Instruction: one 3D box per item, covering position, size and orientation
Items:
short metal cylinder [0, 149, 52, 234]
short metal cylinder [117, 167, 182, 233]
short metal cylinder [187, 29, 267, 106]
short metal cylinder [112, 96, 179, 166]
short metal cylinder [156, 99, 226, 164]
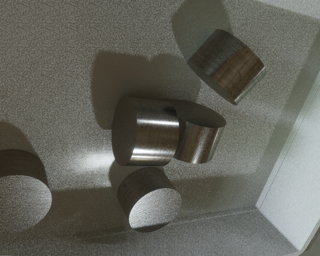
[{"bbox_3d":[-0.167,0.070,0.345,0.081,0.050,0.079,-14,125,-21],"label":"short metal cylinder"},{"bbox_3d":[-0.016,0.104,0.450,0.081,0.050,0.079,-14,125,-21],"label":"short metal cylinder"},{"bbox_3d":[0.079,-0.072,0.374,0.050,0.080,0.080,-48,129,5],"label":"short metal cylinder"},{"bbox_3d":[-0.020,0.005,0.365,0.050,0.080,0.079,4,116,-28],"label":"short metal cylinder"},{"bbox_3d":[0.038,0.003,0.397,0.081,0.080,0.050,3,117,-30],"label":"short metal cylinder"}]
